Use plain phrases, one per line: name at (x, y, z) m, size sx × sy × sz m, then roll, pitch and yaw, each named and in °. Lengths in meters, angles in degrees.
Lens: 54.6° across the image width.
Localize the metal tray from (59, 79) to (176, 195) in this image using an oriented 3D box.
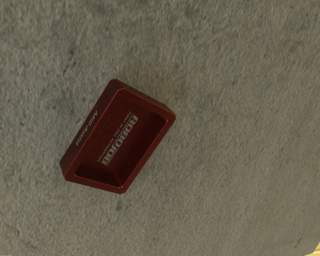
metal tray at (-0.052, 0.016, 0.384) m, size 0.090 × 0.030 × 0.130 m, roll 25°, pitch 105°, yaw -37°
